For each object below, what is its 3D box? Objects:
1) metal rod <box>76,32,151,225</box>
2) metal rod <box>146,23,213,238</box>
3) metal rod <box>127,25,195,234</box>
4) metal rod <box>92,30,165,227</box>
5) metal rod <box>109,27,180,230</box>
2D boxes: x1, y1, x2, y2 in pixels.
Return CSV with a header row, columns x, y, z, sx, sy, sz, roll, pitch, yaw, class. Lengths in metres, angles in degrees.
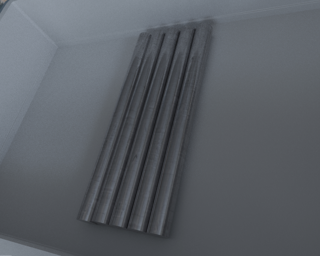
x,y,z,sx,sy,sz,roll,pitch,yaw,class
-0.057,-0.016,0.444,0.025,0.025,0.300,0,62,28,metal rod
0.032,-0.015,0.397,0.025,0.025,0.300,0,62,28,metal rod
0.010,-0.016,0.409,0.025,0.025,0.300,0,62,28,metal rod
-0.035,-0.017,0.433,0.025,0.025,0.300,0,62,28,metal rod
-0.013,-0.016,0.421,0.025,0.025,0.300,0,62,28,metal rod
